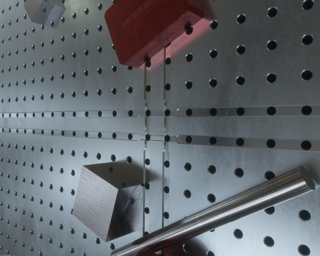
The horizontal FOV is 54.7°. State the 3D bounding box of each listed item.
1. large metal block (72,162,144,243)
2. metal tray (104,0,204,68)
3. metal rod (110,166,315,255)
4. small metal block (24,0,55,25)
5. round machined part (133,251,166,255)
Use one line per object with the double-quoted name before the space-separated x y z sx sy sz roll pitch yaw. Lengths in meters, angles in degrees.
"large metal block" -0.077 0.105 0.455 0.080 0.050 0.079 23 105 37
"metal tray" -0.014 -0.152 0.416 0.130 0.030 0.090 -30 72 35
"metal rod" 0.038 0.119 0.376 0.299 0.025 0.025 -36 68 34
"small metal block" -0.235 -0.238 0.599 0.050 0.025 0.050 -46 63 30
"round machined part" -0.004 0.202 0.393 0.098 0.042 0.097 8 104 34
